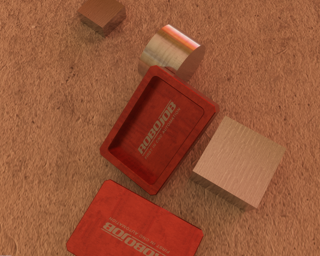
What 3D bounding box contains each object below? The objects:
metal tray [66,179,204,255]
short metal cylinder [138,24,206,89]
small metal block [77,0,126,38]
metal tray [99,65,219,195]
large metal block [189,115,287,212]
[{"bbox_3d":[-0.028,0.129,0.358,0.130,0.030,0.090,27,72,9],"label":"metal tray"},{"bbox_3d":[0.016,-0.089,0.412,0.050,0.080,0.080,38,74,12],"label":"short metal cylinder"},{"bbox_3d":[-0.088,-0.173,0.471,0.050,0.025,0.050,36,74,12],"label":"small metal block"},{"bbox_3d":[-0.003,0.003,0.369,0.090,0.030,0.129,37,106,12],"label":"metal tray"},{"bbox_3d":[0.092,0.045,0.379,0.080,0.050,0.080,30,73,10],"label":"large metal block"}]
